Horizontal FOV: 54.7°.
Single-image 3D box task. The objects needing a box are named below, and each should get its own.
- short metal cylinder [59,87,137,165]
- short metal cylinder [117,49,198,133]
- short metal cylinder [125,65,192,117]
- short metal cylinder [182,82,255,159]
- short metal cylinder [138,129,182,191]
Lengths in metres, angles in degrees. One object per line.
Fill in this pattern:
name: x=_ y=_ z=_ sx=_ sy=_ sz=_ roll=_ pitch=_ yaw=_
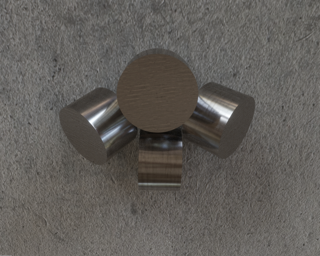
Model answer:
short metal cylinder: x=-0.074 y=-0.002 z=0.374 sx=0.080 sy=0.050 sz=0.079 roll=28 pitch=139 yaw=28
short metal cylinder: x=-0.002 y=-0.041 z=0.328 sx=0.081 sy=0.050 sz=0.079 roll=0 pitch=110 yaw=-1
short metal cylinder: x=0.000 y=-0.042 z=0.382 sx=0.081 sy=0.050 sz=0.079 roll=0 pitch=110 yaw=-1
short metal cylinder: x=0.071 y=-0.009 z=0.373 sx=0.050 sy=0.081 sz=0.079 roll=28 pitch=113 yaw=31
short metal cylinder: x=0.000 y=0.039 z=0.395 sx=0.050 sy=0.080 sz=0.079 roll=2 pitch=110 yaw=-1
